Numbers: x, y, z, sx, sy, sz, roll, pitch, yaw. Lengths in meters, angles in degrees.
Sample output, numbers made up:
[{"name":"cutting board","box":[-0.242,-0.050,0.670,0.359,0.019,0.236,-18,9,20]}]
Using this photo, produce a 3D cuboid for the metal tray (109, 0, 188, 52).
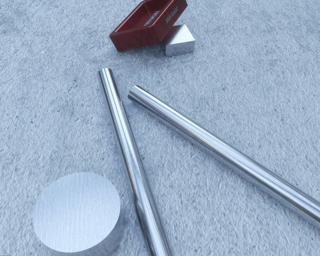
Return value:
[{"name":"metal tray","box":[-0.018,-0.185,0.530,0.090,0.030,0.130,0,44,34]}]

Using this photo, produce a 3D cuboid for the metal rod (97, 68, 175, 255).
[{"name":"metal rod","box":[-0.038,0.029,0.378,0.025,0.025,0.299,-13,51,-11]}]

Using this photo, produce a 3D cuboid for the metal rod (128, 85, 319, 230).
[{"name":"metal rod","box":[0.075,0.027,0.381,0.300,0.025,0.025,35,58,25]}]

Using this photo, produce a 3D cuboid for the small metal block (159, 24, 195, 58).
[{"name":"small metal block","box":[0.027,-0.150,0.529,0.050,0.025,0.050,-12,51,-11]}]

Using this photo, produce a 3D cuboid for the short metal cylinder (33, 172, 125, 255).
[{"name":"short metal cylinder","box":[-0.078,0.092,0.309,0.081,0.050,0.080,0,50,0]}]
